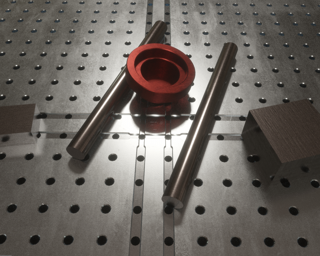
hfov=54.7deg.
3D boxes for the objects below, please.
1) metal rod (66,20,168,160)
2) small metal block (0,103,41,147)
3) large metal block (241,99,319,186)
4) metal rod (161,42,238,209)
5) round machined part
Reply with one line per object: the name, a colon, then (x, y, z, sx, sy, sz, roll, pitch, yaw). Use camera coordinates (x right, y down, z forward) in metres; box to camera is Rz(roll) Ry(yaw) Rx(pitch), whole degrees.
metal rod: (-0.051, -0.076, 0.470, 0.025, 0.025, 0.301, 16, 52, 13)
small metal block: (-0.189, -0.004, 0.408, 0.050, 0.025, 0.050, -6, 50, -5)
large metal block: (0.158, 0.016, 0.380, 0.081, 0.050, 0.080, -11, 51, -10)
metal rod: (0.066, -0.026, 0.430, 0.025, 0.025, 0.301, 16, 52, 13)
round machined part: (-0.001, -0.074, 0.451, 0.099, 0.042, 0.098, 6, 55, -9)
